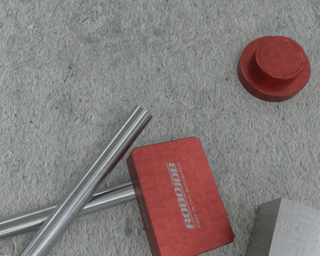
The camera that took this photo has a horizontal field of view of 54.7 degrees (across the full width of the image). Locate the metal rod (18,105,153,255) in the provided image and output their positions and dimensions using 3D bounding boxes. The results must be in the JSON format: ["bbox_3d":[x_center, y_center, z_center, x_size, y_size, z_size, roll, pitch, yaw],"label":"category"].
[{"bbox_3d":[-0.108,0.099,0.344,0.025,0.025,0.300,36,83,11],"label":"metal rod"}]

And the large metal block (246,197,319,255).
[{"bbox_3d":[0.133,0.126,0.334,0.050,0.080,0.080,19,71,6],"label":"large metal block"}]

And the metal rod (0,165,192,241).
[{"bbox_3d":[-0.108,0.097,0.371,0.302,0.025,0.025,-16,71,-6],"label":"metal rod"}]

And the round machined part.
[{"bbox_3d":[0.162,-0.089,0.434,0.099,0.042,0.098,0,70,-1],"label":"round machined part"}]

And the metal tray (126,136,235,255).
[{"bbox_3d":[0.021,0.081,0.361,0.091,0.030,0.130,-10,70,-23],"label":"metal tray"}]
